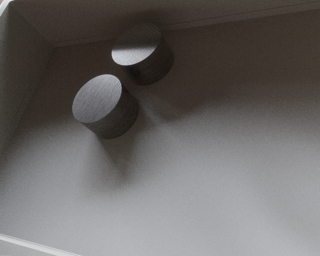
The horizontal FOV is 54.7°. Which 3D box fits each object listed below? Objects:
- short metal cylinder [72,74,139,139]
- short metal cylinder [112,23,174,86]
[{"bbox_3d":[-0.078,-0.030,0.447,0.080,0.050,0.080,-13,56,20],"label":"short metal cylinder"},{"bbox_3d":[-0.025,-0.111,0.470,0.080,0.050,0.080,-13,56,20],"label":"short metal cylinder"}]
